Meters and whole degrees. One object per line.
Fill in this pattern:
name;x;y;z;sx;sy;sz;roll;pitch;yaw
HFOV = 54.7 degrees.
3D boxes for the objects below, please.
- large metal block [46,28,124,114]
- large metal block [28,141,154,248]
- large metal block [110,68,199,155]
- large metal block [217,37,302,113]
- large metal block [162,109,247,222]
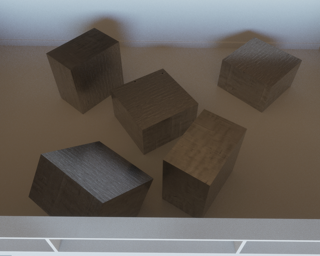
large metal block;-0.100;-0.080;0.435;0.050;0.080;0.080;35;58;25
large metal block;-0.068;0.060;0.313;0.080;0.050;0.080;31;21;23
large metal block;-0.008;-0.024;0.409;0.081;0.050;0.080;-26;55;-21
large metal block;0.145;-0.081;0.459;0.080;0.050;0.080;38;59;27
large metal block;0.046;0.041;0.336;0.050;0.080;0.080;28;55;21
